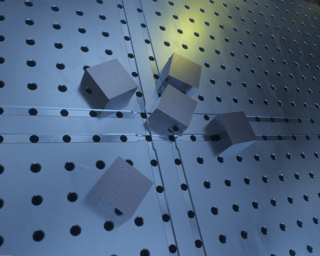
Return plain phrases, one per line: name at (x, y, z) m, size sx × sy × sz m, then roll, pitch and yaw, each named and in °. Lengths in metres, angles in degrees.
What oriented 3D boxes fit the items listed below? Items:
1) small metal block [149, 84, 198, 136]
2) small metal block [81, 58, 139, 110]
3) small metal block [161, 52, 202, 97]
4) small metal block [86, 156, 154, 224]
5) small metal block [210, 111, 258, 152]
small metal block at (0.019, -0.026, 0.434) m, size 0.050 × 0.025 × 0.050 m, roll 31°, pitch 52°, yaw -9°
small metal block at (-0.066, -0.059, 0.408) m, size 0.050 × 0.025 × 0.050 m, roll -31°, pitch 79°, yaw -38°
small metal block at (0.034, -0.081, 0.475) m, size 0.050 × 0.025 × 0.050 m, roll 23°, pitch 53°, yaw -14°
small metal block at (-0.043, 0.068, 0.343) m, size 0.050 × 0.025 × 0.050 m, roll 38°, pitch 51°, yaw -2°
small metal block at (0.110, 0.004, 0.464) m, size 0.050 × 0.025 × 0.050 m, roll -7°, pitch 65°, yaw -31°
